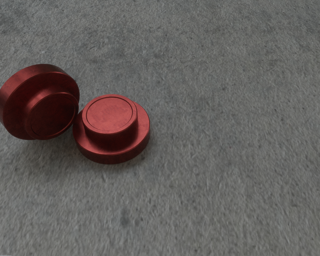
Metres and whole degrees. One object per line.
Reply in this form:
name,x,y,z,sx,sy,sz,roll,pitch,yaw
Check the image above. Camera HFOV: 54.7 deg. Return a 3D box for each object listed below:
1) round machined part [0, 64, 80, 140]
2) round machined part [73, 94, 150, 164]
round machined part,-0.139,-0.024,0.374,0.099,0.097,0.042,-36,59,-26
round machined part,-0.062,-0.006,0.396,0.099,0.042,0.098,0,50,0
